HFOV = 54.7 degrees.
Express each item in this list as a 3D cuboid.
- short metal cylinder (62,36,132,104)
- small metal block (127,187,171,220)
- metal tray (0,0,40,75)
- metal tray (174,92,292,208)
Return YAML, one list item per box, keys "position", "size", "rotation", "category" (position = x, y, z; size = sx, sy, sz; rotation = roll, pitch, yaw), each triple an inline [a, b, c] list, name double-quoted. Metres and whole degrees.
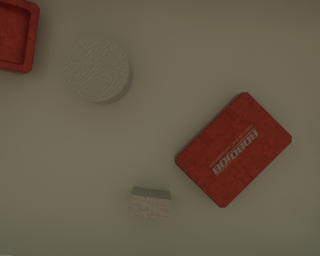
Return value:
- position: [-0.078, -0.071, 0.398]
  size: [0.081, 0.050, 0.079]
  rotation: [0, 90, -1]
  category: "short metal cylinder"
- position: [-0.013, 0.096, 0.399]
  size: [0.050, 0.050, 0.025]
  rotation: [8, 90, -1]
  category: "small metal block"
- position: [-0.221, -0.121, 0.372]
  size: [0.131, 0.030, 0.089]
  rotation: [8, 90, -34]
  category: "metal tray"
- position: [0.094, 0.028, 0.410]
  size: [0.130, 0.030, 0.090]
  rotation: [-45, 91, 0]
  category: "metal tray"
